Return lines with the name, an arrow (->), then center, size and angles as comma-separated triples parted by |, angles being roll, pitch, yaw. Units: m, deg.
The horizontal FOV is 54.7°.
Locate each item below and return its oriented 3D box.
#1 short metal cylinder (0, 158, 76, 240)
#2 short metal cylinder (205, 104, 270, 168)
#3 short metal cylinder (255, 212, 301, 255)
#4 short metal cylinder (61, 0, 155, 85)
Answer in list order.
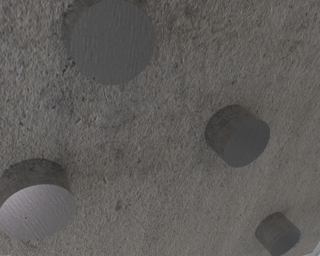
short metal cylinder -> -0.145, 0.083, 0.362 | 0.081, 0.050, 0.079 | -14, 124, -21
short metal cylinder -> 0.114, 0.012, 0.460 | 0.081, 0.050, 0.079 | -14, 124, -21
short metal cylinder -> 0.255, 0.231, 0.673 | 0.081, 0.050, 0.079 | -14, 124, -21
short metal cylinder -> -0.052, -0.089, 0.307 | 0.081, 0.050, 0.079 | -14, 124, -21
